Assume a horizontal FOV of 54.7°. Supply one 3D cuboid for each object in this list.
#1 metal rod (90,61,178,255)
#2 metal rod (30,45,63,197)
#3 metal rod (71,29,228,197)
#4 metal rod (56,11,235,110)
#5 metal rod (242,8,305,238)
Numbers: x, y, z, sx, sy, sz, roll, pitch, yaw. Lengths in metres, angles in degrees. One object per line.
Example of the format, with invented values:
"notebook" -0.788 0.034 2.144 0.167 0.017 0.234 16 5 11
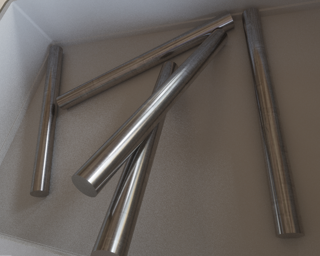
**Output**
"metal rod" -0.011 0.003 0.336 0.025 0.025 0.301 -13 33 21
"metal rod" -0.187 -0.030 0.522 0.025 0.025 0.299 -19 54 17
"metal rod" 0.012 -0.042 0.345 0.025 0.025 0.301 8 40 32
"metal rod" -0.031 -0.100 0.482 0.300 0.025 0.025 -23 53 13
"metal rod" 0.123 -0.030 0.359 0.025 0.025 0.299 -12 57 22
